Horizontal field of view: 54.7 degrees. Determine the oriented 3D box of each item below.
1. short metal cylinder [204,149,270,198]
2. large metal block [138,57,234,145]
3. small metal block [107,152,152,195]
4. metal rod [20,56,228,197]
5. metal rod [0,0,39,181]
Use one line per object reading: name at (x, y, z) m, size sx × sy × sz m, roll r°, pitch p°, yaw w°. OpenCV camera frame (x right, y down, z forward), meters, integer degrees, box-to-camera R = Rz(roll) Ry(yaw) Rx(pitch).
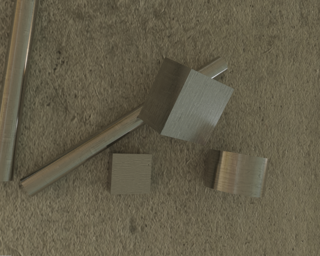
short metal cylinder at (0.103, 0.060, 0.420) m, size 0.081 × 0.080 × 0.050 m, roll 11°, pitch 87°, yaw -20°
large metal block at (0.033, -0.031, 0.383) m, size 0.081 × 0.050 × 0.080 m, roll 15°, pitch 105°, yaw -42°
small metal block at (-0.039, 0.057, 0.395) m, size 0.050 × 0.025 × 0.050 m, roll 3°, pitch 89°, yaw -20°
metal rod at (-0.032, -0.011, 0.397) m, size 0.302 × 0.025 × 0.025 m, roll -34°, pitch 101°, yaw -17°
metal rod at (-0.158, -0.091, 0.350) m, size 0.025 × 0.025 × 0.298 m, roll 8°, pitch 87°, yaw -20°
